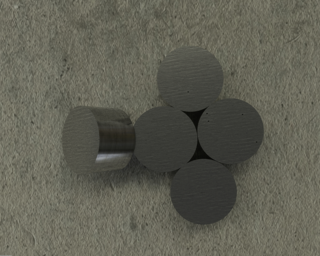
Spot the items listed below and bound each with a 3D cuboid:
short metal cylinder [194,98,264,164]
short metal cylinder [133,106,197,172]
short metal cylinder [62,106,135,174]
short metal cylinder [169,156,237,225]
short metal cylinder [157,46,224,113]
[{"bbox_3d":[0.085,0.004,0.399,0.081,0.050,0.080,0,90,0],"label":"short metal cylinder"},{"bbox_3d":[0.005,0.013,0.398,0.081,0.050,0.080,0,90,0],"label":"short metal cylinder"},{"bbox_3d":[-0.076,0.014,0.377,0.080,0.050,0.080,-2,88,44],"label":"short metal cylinder"},{"bbox_3d":[0.053,0.077,0.399,0.081,0.050,0.080,0,90,0],"label":"short metal cylinder"},{"bbox_3d":[0.037,-0.060,0.399,0.081,0.050,0.080,0,90,0],"label":"short metal cylinder"}]
